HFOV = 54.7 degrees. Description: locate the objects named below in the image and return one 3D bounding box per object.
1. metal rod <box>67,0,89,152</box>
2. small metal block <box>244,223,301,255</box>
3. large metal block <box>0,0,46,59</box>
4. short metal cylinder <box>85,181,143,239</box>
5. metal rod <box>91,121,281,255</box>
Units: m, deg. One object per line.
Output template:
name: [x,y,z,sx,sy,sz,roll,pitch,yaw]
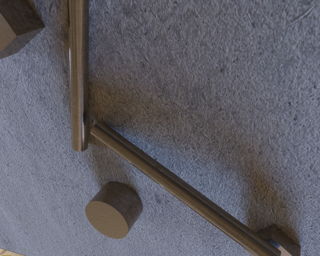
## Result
metal rod: [-0.106,-0.091,0.406,0.025,0.025,0.298,21,126,16]
small metal block: [0.155,0.167,0.428,0.050,0.025,0.050,42,129,-1]
large metal block: [-0.217,-0.146,0.415,0.080,0.050,0.080,-22,107,36]
short metal cylinder: [-0.076,0.136,0.515,0.080,0.050,0.079,13,124,21]
metal rod: [0.027,0.084,0.427,0.300,0.025,0.025,35,129,11]
